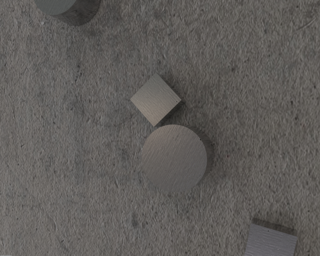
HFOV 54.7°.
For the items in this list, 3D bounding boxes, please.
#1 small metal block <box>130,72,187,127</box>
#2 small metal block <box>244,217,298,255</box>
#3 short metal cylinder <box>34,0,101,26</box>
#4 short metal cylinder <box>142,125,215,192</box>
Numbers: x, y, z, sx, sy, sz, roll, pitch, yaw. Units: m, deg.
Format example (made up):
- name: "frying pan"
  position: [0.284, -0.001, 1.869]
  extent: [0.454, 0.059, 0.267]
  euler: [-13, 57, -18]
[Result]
- name: "small metal block"
  position: [-0.002, -0.037, 0.410]
  extent: [0.050, 0.025, 0.050]
  euler: [-44, 77, 14]
- name: "small metal block"
  position: [0.129, 0.140, 0.364]
  extent: [0.050, 0.025, 0.050]
  euler: [12, 94, 19]
- name: "short metal cylinder"
  position: [-0.132, -0.193, 0.442]
  extent: [0.080, 0.050, 0.080]
  euler: [0, 90, 20]
- name: "short metal cylinder"
  position: [0.024, 0.036, 0.387]
  extent: [0.080, 0.050, 0.080]
  euler: [0, 90, 20]
